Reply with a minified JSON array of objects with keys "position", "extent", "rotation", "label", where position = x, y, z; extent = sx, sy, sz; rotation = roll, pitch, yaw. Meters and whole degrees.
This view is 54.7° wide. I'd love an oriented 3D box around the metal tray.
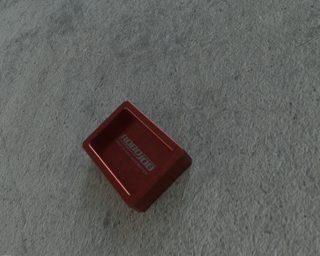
[{"position":[-0.034,0.031,0.399],"extent":[0.090,0.030,0.130],"rotation":[-45,51,-4],"label":"metal tray"}]
